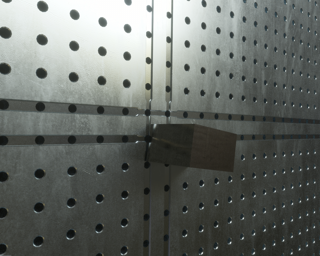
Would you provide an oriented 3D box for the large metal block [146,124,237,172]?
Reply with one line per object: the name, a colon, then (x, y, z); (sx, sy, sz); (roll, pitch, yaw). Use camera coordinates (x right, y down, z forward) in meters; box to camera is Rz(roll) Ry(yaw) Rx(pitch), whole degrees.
large metal block: (0.041, 0.026, 0.407); (0.081, 0.080, 0.050); (12, 83, -39)
